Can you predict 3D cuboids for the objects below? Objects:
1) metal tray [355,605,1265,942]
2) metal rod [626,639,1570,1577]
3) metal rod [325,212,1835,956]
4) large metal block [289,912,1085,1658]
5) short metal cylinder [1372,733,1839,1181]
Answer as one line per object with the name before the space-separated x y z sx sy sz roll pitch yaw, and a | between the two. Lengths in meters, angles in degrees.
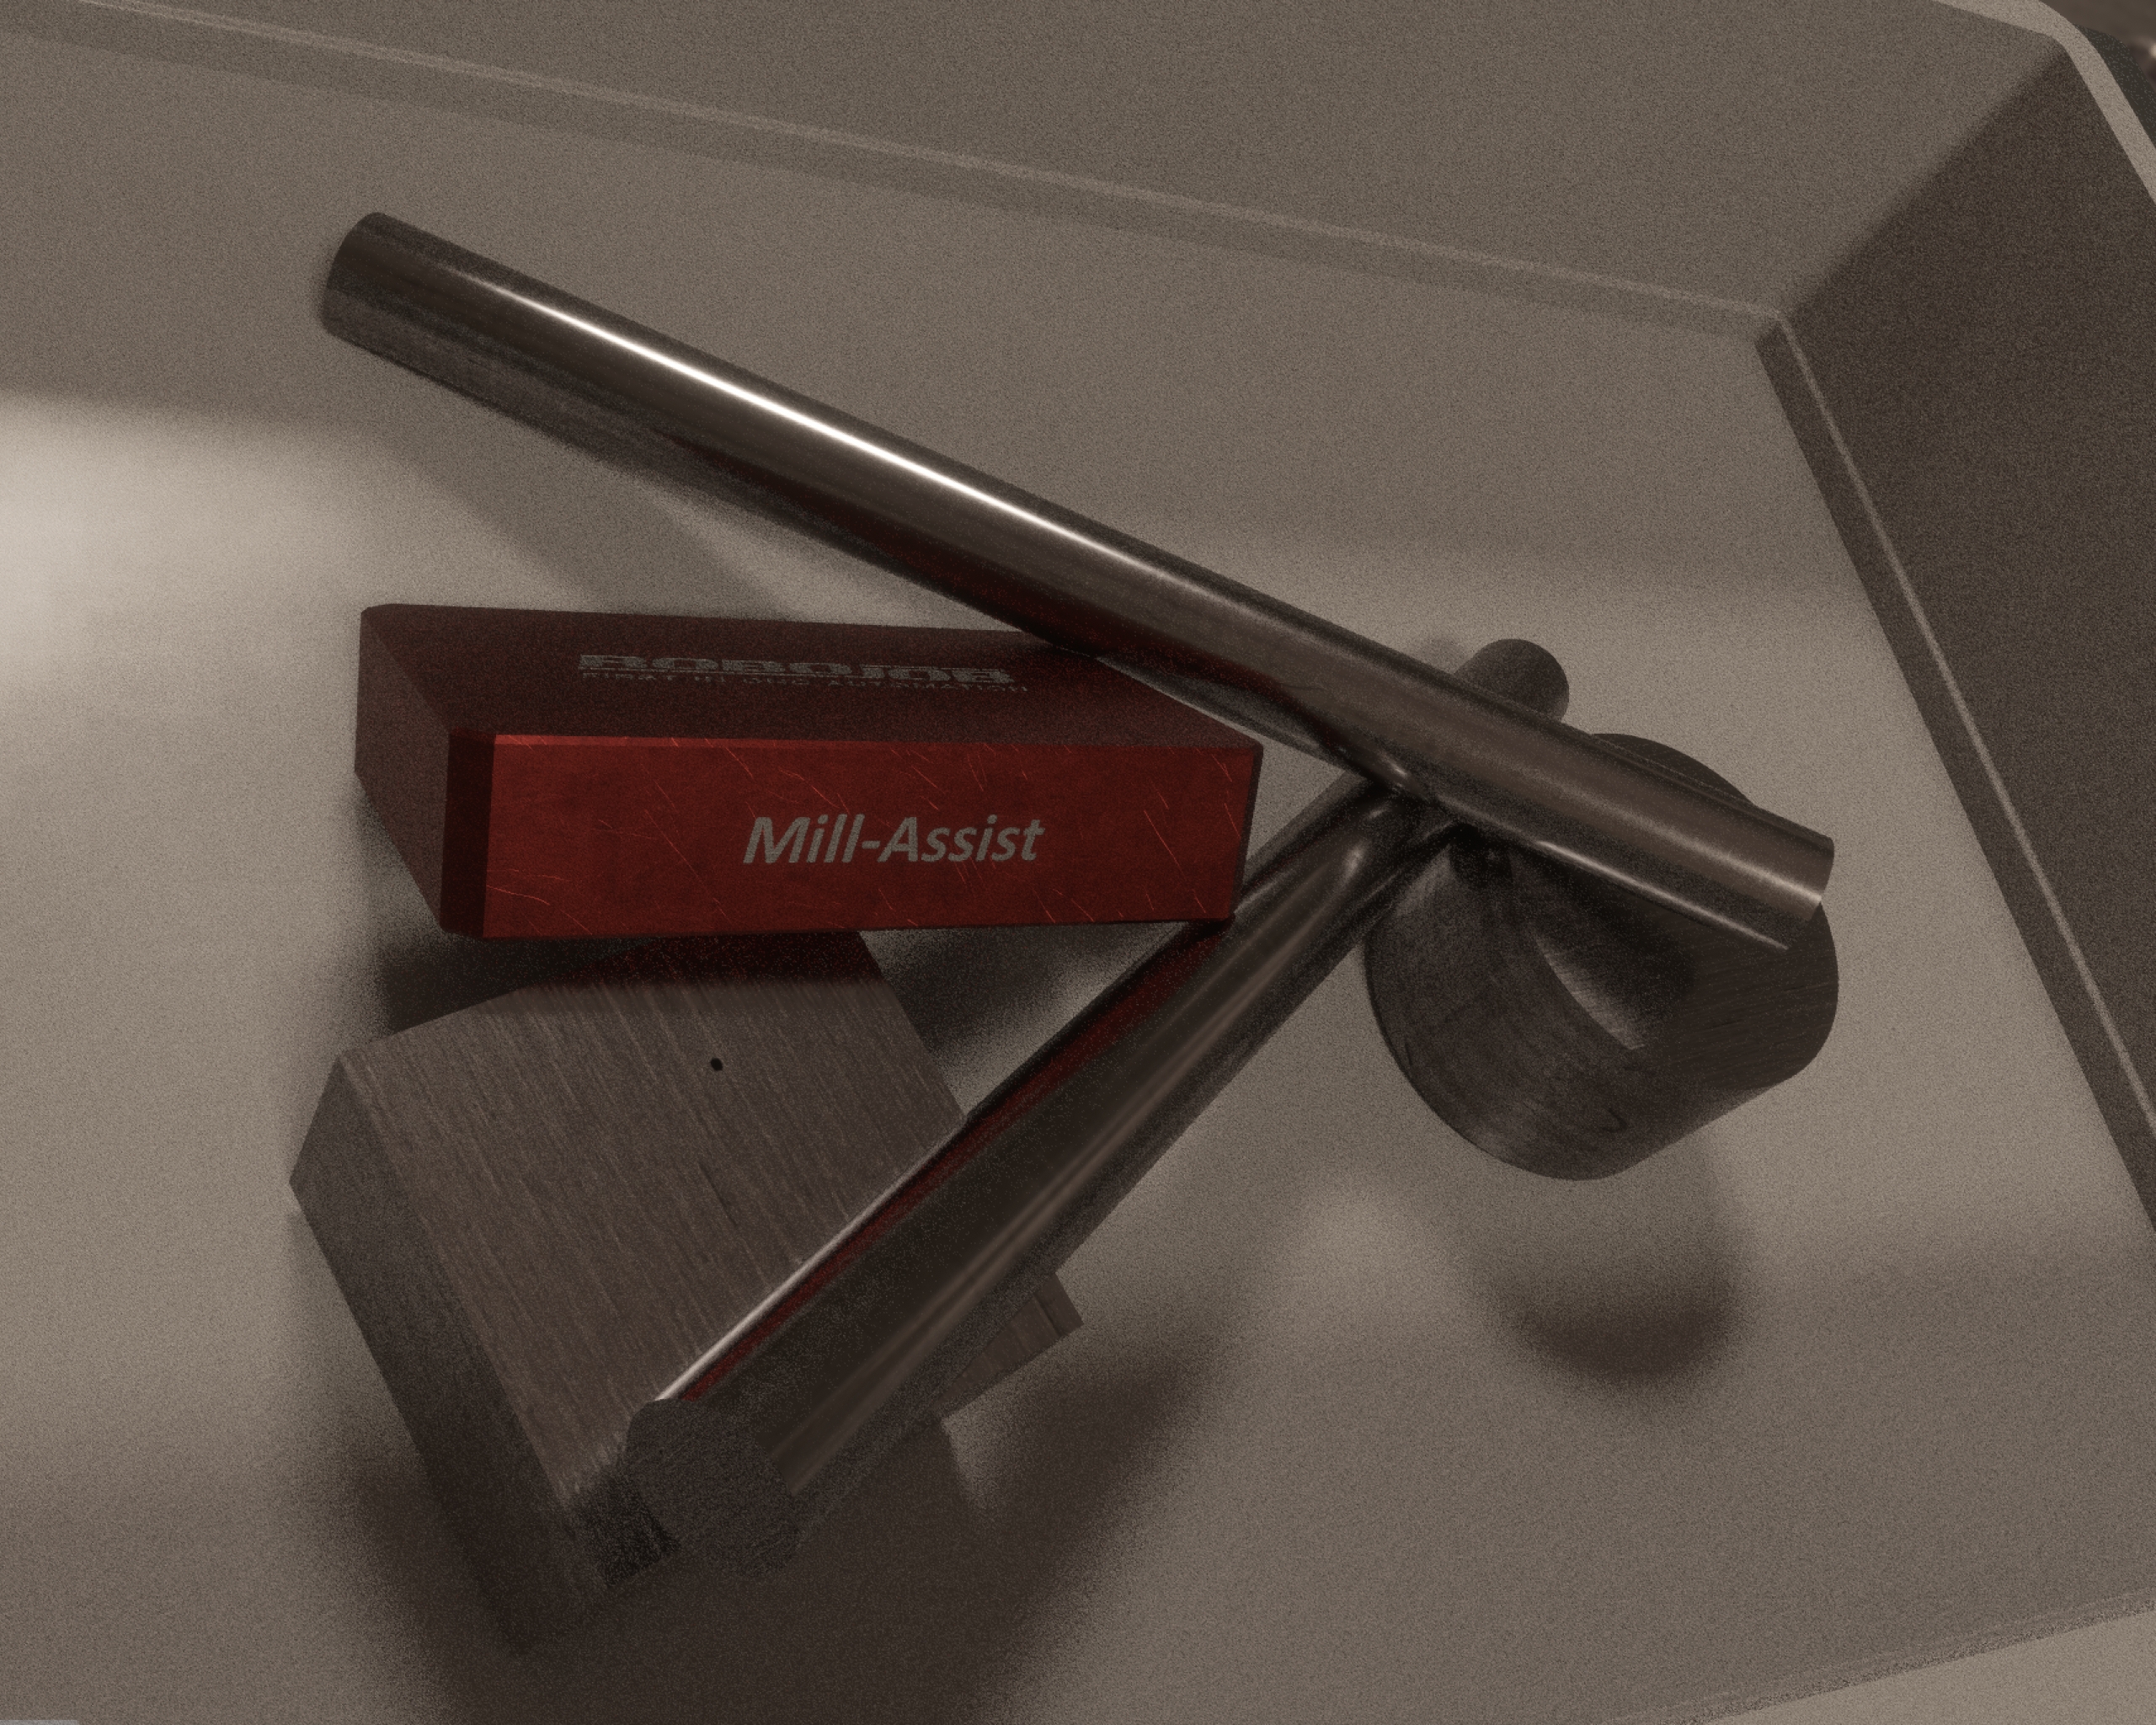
metal tray | -0.047 -0.017 0.351 0.131 0.030 0.090 -1 18 -27
metal rod | 0.029 0.017 0.364 0.025 0.025 0.302 47 37 4
metal rod | 0.000 -0.054 0.400 0.301 0.025 0.025 24 52 1
large metal block | -0.060 0.059 0.316 0.081 0.050 0.080 -21 73 -36
short metal cylinder | 0.109 0.020 0.435 0.081 0.050 0.080 14 56 -21
